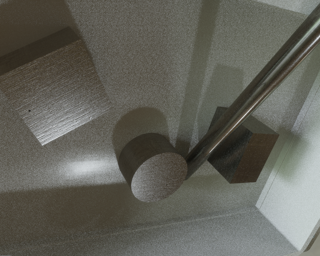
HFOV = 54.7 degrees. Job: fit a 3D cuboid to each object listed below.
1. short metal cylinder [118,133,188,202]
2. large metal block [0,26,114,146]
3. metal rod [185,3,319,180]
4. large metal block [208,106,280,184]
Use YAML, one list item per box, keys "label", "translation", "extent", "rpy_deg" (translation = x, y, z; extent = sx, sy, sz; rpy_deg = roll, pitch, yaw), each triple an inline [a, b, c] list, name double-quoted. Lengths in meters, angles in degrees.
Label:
- label: "short metal cylinder"
  translation: [-0.010, 0.053, 0.422]
  extent: [0.081, 0.050, 0.079]
  rpy_deg: [-14, 125, -21]
- label: "large metal block"
  translation: [-0.104, -0.043, 0.310]
  extent: [0.080, 0.050, 0.080]
  rpy_deg: [-29, 129, -10]
- label: "metal rod"
  translation: [0.093, -0.018, 0.370]
  extent: [0.025, 0.025, 0.298]
  rpy_deg: [0, 144, -29]
- label: "large metal block"
  translation: [0.112, 0.023, 0.451]
  extent: [0.050, 0.080, 0.079]
  rpy_deg: [3, 117, -31]
